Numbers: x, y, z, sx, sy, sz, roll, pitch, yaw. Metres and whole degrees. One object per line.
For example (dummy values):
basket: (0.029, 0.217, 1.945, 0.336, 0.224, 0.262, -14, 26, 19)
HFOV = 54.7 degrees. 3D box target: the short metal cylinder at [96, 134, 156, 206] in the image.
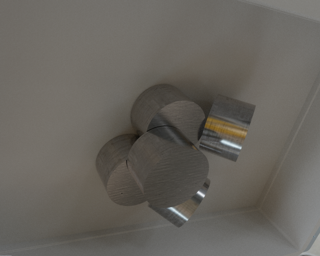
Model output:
short metal cylinder: (-0.038, 0.055, 0.406, 0.081, 0.050, 0.079, -14, 125, -21)

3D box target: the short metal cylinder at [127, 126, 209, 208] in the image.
short metal cylinder: (0.009, 0.045, 0.358, 0.081, 0.050, 0.079, -14, 125, -21)

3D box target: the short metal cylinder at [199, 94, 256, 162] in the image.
short metal cylinder: (0.090, 0.000, 0.415, 0.080, 0.050, 0.080, 18, 91, -77)

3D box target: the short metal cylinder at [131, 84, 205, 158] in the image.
short metal cylinder: (0.010, -0.009, 0.391, 0.081, 0.050, 0.079, -14, 125, -21)

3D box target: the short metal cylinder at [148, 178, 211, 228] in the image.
short metal cylinder: (0.027, 0.091, 0.435, 0.050, 0.080, 0.080, 35, 101, 2)
